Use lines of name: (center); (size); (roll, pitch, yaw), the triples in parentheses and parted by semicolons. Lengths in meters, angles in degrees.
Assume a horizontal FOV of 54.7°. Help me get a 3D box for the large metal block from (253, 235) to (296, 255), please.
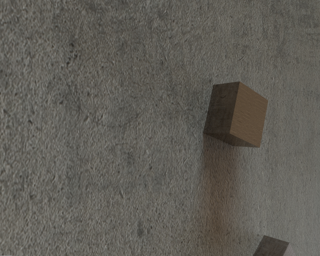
large metal block: (0.208, 0.259, 0.564); (0.080, 0.050, 0.080); (-46, 118, -30)

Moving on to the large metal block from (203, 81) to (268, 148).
large metal block: (0.121, -0.019, 0.490); (0.080, 0.050, 0.080); (22, 76, -38)
